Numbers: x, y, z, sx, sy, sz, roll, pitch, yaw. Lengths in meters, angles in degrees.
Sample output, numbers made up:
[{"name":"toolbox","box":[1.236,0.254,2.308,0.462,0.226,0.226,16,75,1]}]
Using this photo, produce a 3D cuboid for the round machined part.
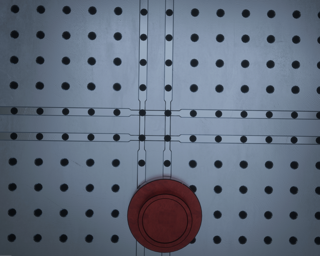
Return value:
[{"name":"round machined part","box":[0.006,0.115,0.405,0.099,0.042,0.097,0,90,-1]}]
